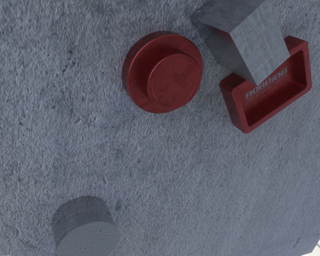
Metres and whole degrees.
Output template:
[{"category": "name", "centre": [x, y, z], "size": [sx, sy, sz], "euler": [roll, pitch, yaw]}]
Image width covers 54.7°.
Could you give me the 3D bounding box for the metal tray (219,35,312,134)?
[{"category": "metal tray", "centre": [0.157, -0.062, 0.451], "size": [0.130, 0.030, 0.090], "euler": [-34, 129, -6]}]

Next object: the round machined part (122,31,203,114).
[{"category": "round machined part", "centre": [0.009, -0.060, 0.364], "size": [0.099, 0.042, 0.097], "euler": [-14, 124, -21]}]

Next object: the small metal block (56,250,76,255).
[{"category": "small metal block", "centre": [-0.140, 0.215, 0.448], "size": [0.025, 0.050, 0.050], "euler": [21, 107, -36]}]

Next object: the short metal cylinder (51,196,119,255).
[{"category": "short metal cylinder", "centre": [-0.102, 0.140, 0.422], "size": [0.081, 0.050, 0.079], "euler": [-14, 124, -21]}]

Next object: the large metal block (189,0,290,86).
[{"category": "large metal block", "centre": [0.090, -0.105, 0.356], "size": [0.050, 0.080, 0.080], "euler": [-43, 130, 1]}]
